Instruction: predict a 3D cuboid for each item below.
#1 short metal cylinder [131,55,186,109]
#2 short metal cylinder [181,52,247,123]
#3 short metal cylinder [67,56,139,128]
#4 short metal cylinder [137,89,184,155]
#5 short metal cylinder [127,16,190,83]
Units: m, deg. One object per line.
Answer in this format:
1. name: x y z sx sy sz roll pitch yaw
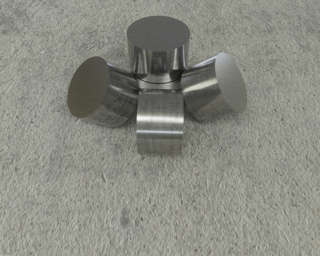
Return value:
1. short metal cylinder: 0.000 -0.059 0.438 0.081 0.050 0.080 0 50 0
2. short metal cylinder: 0.072 -0.052 0.406 0.050 0.080 0.080 -18 39 37
3. short metal cylinder: -0.074 -0.045 0.399 0.080 0.050 0.080 -13 68 36
4. short metal cylinder: 0.001 -0.007 0.374 0.050 0.080 0.080 1 50 1
5. short metal cylinder: -0.002 -0.105 0.411 0.081 0.050 0.080 0 50 0
